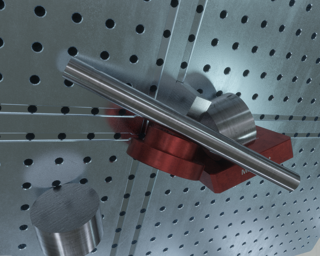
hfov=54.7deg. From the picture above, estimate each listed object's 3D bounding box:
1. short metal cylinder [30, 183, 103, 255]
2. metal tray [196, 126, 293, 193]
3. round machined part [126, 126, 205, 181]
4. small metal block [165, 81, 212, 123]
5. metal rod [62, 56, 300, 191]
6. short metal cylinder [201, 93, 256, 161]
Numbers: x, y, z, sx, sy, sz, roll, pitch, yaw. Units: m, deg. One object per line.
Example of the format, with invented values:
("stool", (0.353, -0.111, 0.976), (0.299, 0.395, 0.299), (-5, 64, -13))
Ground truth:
("short metal cylinder", (-0.113, 0.114, 0.385), (0.081, 0.080, 0.050), (-14, 124, -21))
("metal tray", (0.112, 0.040, 0.451), (0.131, 0.090, 0.030), (-22, 110, -15))
("round machined part", (0.011, 0.028, 0.391), (0.099, 0.098, 0.042), (21, 90, -36))
("small metal block", (0.031, -0.025, 0.397), (0.025, 0.050, 0.050), (16, 110, -35))
("metal rod", (0.036, 0.002, 0.356), (0.301, 0.025, 0.025), (27, 105, -13))
("short metal cylinder", (0.084, -0.002, 0.420), (0.050, 0.080, 0.080), (-22, 127, -15))
